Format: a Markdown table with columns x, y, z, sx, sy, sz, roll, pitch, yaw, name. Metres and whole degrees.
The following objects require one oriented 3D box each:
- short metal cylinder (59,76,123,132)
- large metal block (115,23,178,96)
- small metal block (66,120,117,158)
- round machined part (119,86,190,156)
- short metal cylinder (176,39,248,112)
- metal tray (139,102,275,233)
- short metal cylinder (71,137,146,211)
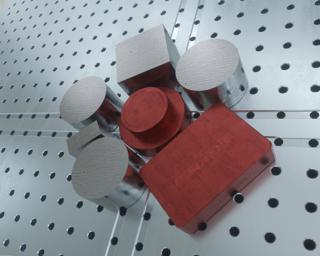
| x | y | z | sx | sy | sz | roll | pitch | yaw | name |
| --- | --- | --- | --- | --- | --- | --- | --- | --- | --- |
| -0.101 | -0.030 | 0.463 | 0.080 | 0.050 | 0.080 | -13 | 56 | 21 | short metal cylinder |
| -0.017 | -0.096 | 0.461 | 0.080 | 0.050 | 0.080 | -19 | 54 | 17 | large metal block |
| -0.090 | 0.023 | 0.424 | 0.050 | 0.050 | 0.025 | -33 | 52 | 7 | small metal block |
| -0.013 | -0.016 | 0.413 | 0.098 | 0.042 | 0.098 | -13 | 56 | 21 | round machined part |
| 0.067 | -0.067 | 0.397 | 0.080 | 0.050 | 0.080 | -13 | 56 | 21 | short metal cylinder |
| 0.050 | 0.041 | 0.352 | 0.130 | 0.030 | 0.090 | -42 | 51 | -1 | metal tray |
| -0.062 | 0.058 | 0.389 | 0.080 | 0.050 | 0.080 | -13 | 56 | 21 | short metal cylinder |
